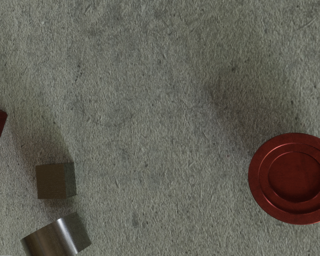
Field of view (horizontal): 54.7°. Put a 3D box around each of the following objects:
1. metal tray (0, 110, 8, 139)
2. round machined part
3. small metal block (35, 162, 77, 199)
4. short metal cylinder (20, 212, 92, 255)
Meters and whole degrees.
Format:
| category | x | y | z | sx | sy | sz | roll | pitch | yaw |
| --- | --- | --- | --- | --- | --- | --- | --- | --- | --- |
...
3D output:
| category | x | y | z | sx | sy | sz | roll | pitch | yaw |
| --- | --- | --- | --- | --- | --- | --- | --- | --- | --- |
| metal tray | -0.301 | 0.029 | 0.480 | 0.030 | 0.090 | 0.129 | 24 | 98 | 18 |
| round machined part | 0.151 | 0.054 | 0.347 | 0.098 | 0.042 | 0.097 | 0 | 90 | 20 |
| small metal block | -0.156 | 0.079 | 0.464 | 0.050 | 0.025 | 0.050 | -6 | 88 | 19 |
| short metal cylinder | -0.143 | 0.159 | 0.430 | 0.080 | 0.080 | 0.050 | -31 | 80 | 17 |
